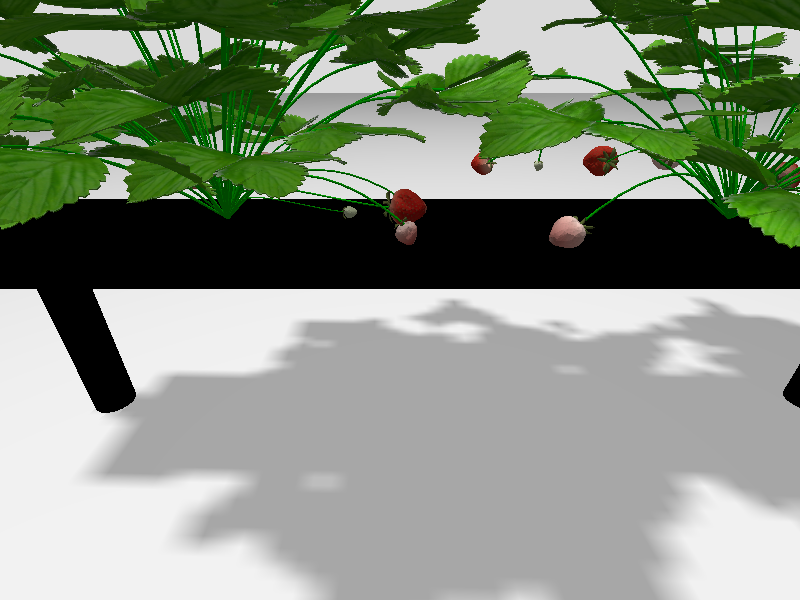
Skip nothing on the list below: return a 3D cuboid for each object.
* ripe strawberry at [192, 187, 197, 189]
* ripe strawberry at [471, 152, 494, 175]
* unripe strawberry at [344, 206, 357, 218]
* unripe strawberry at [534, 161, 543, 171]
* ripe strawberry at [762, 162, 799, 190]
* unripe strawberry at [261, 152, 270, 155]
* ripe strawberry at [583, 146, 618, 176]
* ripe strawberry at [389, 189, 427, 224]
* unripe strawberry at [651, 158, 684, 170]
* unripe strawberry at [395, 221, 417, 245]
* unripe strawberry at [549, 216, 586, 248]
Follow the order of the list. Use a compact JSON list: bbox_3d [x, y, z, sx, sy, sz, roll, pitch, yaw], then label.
[{"bbox_3d":[-0.242,-0.148,0.459,0.037,0.039,0.040,-19,34,-30],"label":"ripe strawberry"},{"bbox_3d":[0.106,-0.177,0.522,0.027,0.029,0.029,-26,24,-38],"label":"ripe strawberry"},{"bbox_3d":[-0.045,-0.079,0.359,0.012,0.010,0.012,0,29,-1],"label":"unripe strawberry"},{"bbox_3d":[0.173,-0.168,0.501,0.011,0.011,0.011,-19,34,-31],"label":"unripe strawberry"},{"bbox_3d":[0.402,-0.128,0.421,0.033,0.035,0.031,-19,34,-33],"label":"ripe strawberry"},{"bbox_3d":[-0.166,-0.170,0.501,0.034,0.030,0.031,-2,29,-3],"label":"unripe strawberry"},{"bbox_3d":[0.252,-0.177,0.508,0.041,0.036,0.037,-7,24,-12],"label":"ripe strawberry"},{"bbox_3d":[0.007,-0.077,0.335,0.031,0.030,0.034,4,29,6],"label":"ripe strawberry"},{"bbox_3d":[0.366,-0.203,0.543,0.042,0.048,0.046,9,30,15],"label":"unripe strawberry"},{"bbox_3d":[0.005,-0.049,0.300,0.017,0.017,0.019,-23,16,32],"label":"unripe strawberry"},{"bbox_3d":[0.121,-0.049,0.293,0.025,0.022,0.025,-26,35,-10],"label":"unripe strawberry"}]
